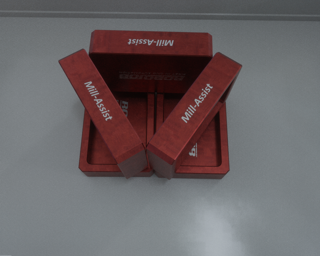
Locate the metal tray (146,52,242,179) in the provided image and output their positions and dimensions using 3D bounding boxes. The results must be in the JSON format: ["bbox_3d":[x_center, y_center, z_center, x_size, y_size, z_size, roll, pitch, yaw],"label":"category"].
[{"bbox_3d":[0.037,-0.010,0.344,0.030,0.090,0.130,34,74,11],"label":"metal tray"}]

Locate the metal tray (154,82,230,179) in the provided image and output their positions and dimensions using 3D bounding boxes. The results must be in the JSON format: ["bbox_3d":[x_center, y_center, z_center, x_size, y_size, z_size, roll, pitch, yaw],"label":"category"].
[{"bbox_3d":[0.040,-0.001,0.406,0.091,0.030,0.130,1,69,1],"label":"metal tray"}]

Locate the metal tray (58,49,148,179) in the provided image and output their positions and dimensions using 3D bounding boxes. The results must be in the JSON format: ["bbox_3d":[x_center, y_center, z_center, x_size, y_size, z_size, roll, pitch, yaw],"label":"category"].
[{"bbox_3d":[-0.060,-0.012,0.345,0.030,0.090,0.130,-30,73,-10],"label":"metal tray"}]

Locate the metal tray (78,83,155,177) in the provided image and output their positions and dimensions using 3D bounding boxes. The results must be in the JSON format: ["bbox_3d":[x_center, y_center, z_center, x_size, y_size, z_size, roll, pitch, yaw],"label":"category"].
[{"bbox_3d":[-0.052,-0.003,0.407,0.091,0.030,0.130,0,69,0],"label":"metal tray"}]

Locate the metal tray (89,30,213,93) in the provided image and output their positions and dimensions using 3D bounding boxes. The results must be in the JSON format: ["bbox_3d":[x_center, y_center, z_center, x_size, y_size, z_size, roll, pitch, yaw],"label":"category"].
[{"bbox_3d":[-0.009,-0.075,0.368,0.131,0.090,0.030,2,71,1],"label":"metal tray"}]
